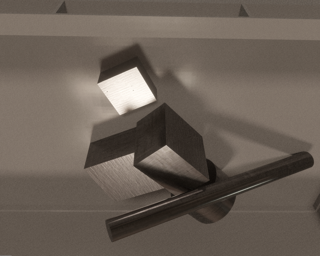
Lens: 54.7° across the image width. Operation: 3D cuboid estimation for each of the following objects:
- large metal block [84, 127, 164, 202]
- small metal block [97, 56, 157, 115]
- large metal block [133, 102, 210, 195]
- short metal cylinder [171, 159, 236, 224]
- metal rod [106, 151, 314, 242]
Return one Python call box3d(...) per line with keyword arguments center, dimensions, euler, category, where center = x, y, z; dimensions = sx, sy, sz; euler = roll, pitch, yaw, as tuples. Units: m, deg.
box3d(center=(-0.046, 0.053, 0.437), dimensions=(0.080, 0.050, 0.080), euler=(-19, 128, 15), category="large metal block")
box3d(center=(-0.037, -0.049, 0.367), dimensions=(0.050, 0.025, 0.050), euler=(-20, 128, 16), category="small metal block")
box3d(center=(0.014, 0.028, 0.397), dimensions=(0.050, 0.080, 0.080), euler=(-34, 123, 25), category="large metal block")
box3d(center=(0.063, 0.091, 0.452), dimensions=(0.080, 0.080, 0.050), euler=(-34, 123, 25), category="short metal cylinder")
box3d(center=(0.080, 0.080, 0.397), dimensions=(0.303, 0.025, 0.025), euler=(-14, 134, -22), category="metal rod")
